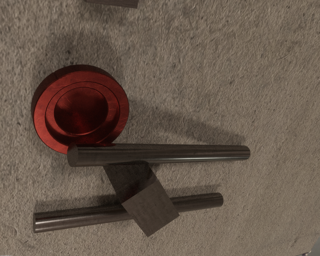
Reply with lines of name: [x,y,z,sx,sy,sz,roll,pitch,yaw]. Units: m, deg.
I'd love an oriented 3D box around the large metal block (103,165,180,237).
large metal block: [-0.026,0.081,0.409,0.050,0.080,0.080,-32,129,-8]

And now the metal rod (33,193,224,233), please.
metal rod: [-0.029,0.124,0.469,0.303,0.025,0.025,1,118,-29]

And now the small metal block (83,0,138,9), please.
small metal block: [-0.046,-0.144,0.293,0.050,0.025,0.050,-4,120,-27]

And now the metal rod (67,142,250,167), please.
metal rod: [0.025,0.034,0.412,0.302,0.025,0.025,4,117,-41]

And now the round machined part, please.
round machined part: [-0.087,-0.022,0.335,0.099,0.042,0.097,-14,124,-21]
